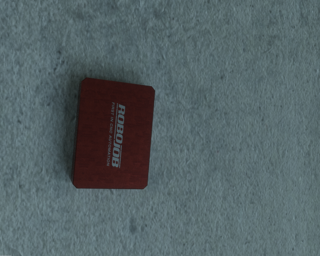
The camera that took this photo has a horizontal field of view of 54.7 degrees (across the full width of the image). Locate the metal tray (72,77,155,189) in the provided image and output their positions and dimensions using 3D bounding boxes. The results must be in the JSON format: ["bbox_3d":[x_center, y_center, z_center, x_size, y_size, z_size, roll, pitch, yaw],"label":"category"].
[{"bbox_3d":[-0.058,0.009,0.386,0.091,0.030,0.129,5,88,-20],"label":"metal tray"}]
